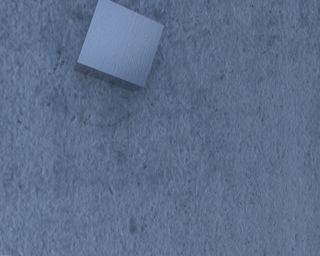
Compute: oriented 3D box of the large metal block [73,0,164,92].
[{"bbox_3d":[-0.051,-0.098,0.377,0.081,0.050,0.080,19,84,-20],"label":"large metal block"}]
